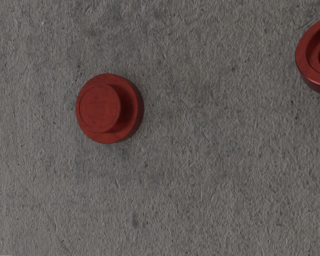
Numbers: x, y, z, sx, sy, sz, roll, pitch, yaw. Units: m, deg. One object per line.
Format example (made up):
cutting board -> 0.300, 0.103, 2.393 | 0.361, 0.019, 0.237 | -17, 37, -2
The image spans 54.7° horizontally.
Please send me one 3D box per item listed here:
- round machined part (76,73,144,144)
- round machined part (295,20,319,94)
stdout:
round machined part -> -0.075, -0.027, 0.427 | 0.098, 0.042, 0.097 | 0, 90, 20
round machined part -> 0.195, -0.072, 0.316 | 0.098, 0.042, 0.098 | -19, 53, 27
